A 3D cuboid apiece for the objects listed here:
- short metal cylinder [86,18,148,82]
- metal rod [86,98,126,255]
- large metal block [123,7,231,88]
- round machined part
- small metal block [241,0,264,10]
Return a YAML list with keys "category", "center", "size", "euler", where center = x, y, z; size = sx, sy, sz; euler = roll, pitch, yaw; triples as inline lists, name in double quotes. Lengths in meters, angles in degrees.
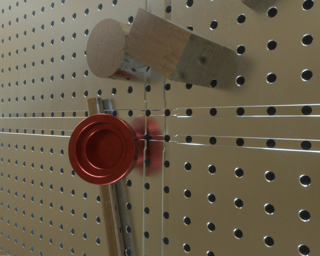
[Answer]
- category: "short metal cylinder"
  center: [-0.059, -0.108, 0.440]
  size: [0.080, 0.050, 0.079]
  euler: [0, 90, 39]
- category: "metal rod"
  center: [-0.079, 0.101, 0.471]
  size: [0.025, 0.025, 0.298]
  euler: [-16, 80, 38]
- category: "large metal block"
  center: [0.019, -0.090, 0.356]
  size: [0.080, 0.081, 0.050]
  euler: [38, 113, 33]
- category: "round machined part"
  center: [-0.077, 0.030, 0.443]
  size: [0.098, 0.042, 0.097]
  euler: [-1, 84, 13]
- category: "small metal block"
  center: [0.103, -0.163, 0.324]
  size: [0.050, 0.025, 0.050]
  euler: [-31, 71, 35]
